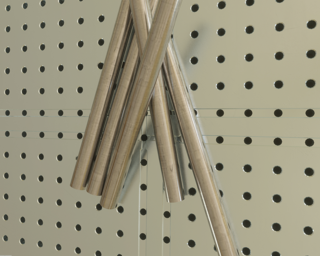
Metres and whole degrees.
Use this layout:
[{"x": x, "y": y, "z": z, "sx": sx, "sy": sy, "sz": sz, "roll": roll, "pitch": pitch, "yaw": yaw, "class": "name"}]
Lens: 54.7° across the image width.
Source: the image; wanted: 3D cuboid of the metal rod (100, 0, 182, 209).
[{"x": -0.028, "y": -0.025, "z": 0.384, "sx": 0.025, "sy": 0.025, "sz": 0.298, "roll": 26, "pitch": 112, "yaw": 18, "class": "metal rod"}]

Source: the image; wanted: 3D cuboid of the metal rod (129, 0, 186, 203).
[{"x": -0.006, "y": -0.053, "z": 0.397, "sx": 0.025, "sy": 0.025, "sz": 0.298, "roll": -9, "pitch": 93, "yaw": 19, "class": "metal rod"}]

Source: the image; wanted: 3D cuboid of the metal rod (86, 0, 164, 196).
[{"x": -0.048, "y": -0.049, "z": 0.428, "sx": 0.025, "sy": 0.025, "sz": 0.298, "roll": 20, "pitch": 96, "yaw": 18, "class": "metal rod"}]

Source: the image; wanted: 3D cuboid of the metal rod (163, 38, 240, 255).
[{"x": 0.043, "y": 0.018, "z": 0.396, "sx": 0.025, "sy": 0.025, "sz": 0.299, "roll": -19, "pitch": 84, "yaw": 19, "class": "metal rod"}]

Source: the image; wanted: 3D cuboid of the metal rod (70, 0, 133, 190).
[{"x": -0.076, "y": -0.056, "z": 0.438, "sx": 0.025, "sy": 0.025, "sz": 0.298, "roll": 19, "pitch": 96, "yaw": 18, "class": "metal rod"}]
